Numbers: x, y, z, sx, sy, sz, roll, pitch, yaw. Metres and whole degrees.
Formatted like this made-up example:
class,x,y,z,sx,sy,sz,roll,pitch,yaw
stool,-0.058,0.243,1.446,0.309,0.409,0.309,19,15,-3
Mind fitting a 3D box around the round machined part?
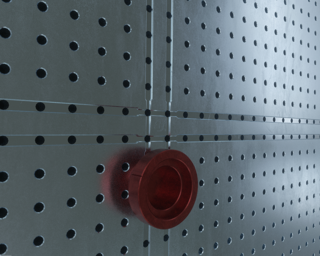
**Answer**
class,x,y,z,sx,sy,sz,roll,pitch,yaw
round machined part,0.000,0.075,0.397,0.099,0.042,0.097,0,90,-40
